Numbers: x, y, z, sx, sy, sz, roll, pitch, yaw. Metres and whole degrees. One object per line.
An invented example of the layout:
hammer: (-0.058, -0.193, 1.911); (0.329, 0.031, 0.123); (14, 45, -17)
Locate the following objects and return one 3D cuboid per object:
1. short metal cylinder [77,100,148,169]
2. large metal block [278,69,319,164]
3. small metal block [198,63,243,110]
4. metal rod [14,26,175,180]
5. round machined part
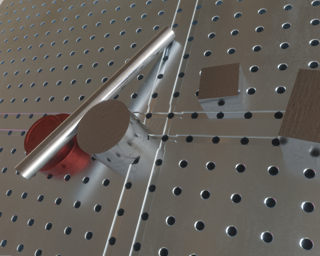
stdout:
short metal cylinder: (-0.064, 0.009, 0.419); (0.080, 0.050, 0.080); (-13, 56, 20)
large metal block: (0.172, -0.008, 0.307); (0.080, 0.050, 0.080); (12, 68, 33)
small metal block: (0.079, -0.053, 0.399); (0.050, 0.025, 0.050); (-4, 60, 26)
metal rod: (-0.083, -0.046, 0.449); (0.025, 0.025, 0.301); (29, 69, 37)
round machined part: (-0.164, 0.019, 0.470); (0.098, 0.042, 0.098); (-13, 56, 20)
